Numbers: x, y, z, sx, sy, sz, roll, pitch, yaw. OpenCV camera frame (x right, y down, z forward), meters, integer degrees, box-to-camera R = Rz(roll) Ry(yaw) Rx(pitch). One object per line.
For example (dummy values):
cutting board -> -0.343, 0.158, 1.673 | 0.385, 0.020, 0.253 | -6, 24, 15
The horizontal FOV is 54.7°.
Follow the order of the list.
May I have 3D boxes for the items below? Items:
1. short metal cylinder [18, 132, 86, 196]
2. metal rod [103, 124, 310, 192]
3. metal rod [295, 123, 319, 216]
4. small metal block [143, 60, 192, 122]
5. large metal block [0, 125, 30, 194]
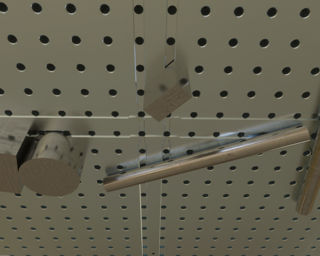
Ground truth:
short metal cylinder -> -0.150, 0.052, 0.437 | 0.081, 0.050, 0.079 | -1, 130, -1
metal rod -> 0.058, 0.047, 0.452 | 0.301, 0.025, 0.025 | -16, 129, 13
metal rod -> 0.231, 0.028, 0.438 | 0.025, 0.025, 0.298 | -5, 130, 4
small metal block -> 0.008, -0.043, 0.359 | 0.050, 0.050, 0.025 | -36, 122, 26
large metal block -> -0.229, 0.041, 0.427 | 0.081, 0.050, 0.079 | 9, 130, -8
